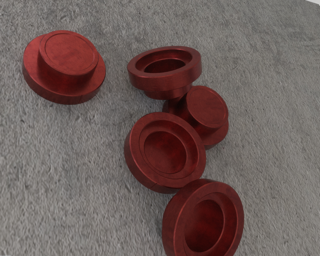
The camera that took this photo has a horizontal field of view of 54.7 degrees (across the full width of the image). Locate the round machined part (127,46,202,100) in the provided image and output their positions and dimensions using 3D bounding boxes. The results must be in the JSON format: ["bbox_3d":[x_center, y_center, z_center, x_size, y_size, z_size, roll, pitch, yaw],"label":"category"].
[{"bbox_3d":[0.008,-0.073,0.420,0.099,0.042,0.098,-7,35,5],"label":"round machined part"}]

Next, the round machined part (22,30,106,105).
[{"bbox_3d":[-0.114,-0.080,0.380,0.099,0.042,0.098,14,56,-21],"label":"round machined part"}]

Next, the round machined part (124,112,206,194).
[{"bbox_3d":[0.003,0.033,0.374,0.099,0.042,0.098,14,56,-21],"label":"round machined part"}]

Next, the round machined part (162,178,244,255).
[{"bbox_3d":[0.042,0.103,0.334,0.099,0.042,0.097,-2,94,-34],"label":"round machined part"}]

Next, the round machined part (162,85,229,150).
[{"bbox_3d":[0.056,-0.021,0.436,0.099,0.042,0.098,14,56,-21],"label":"round machined part"}]
